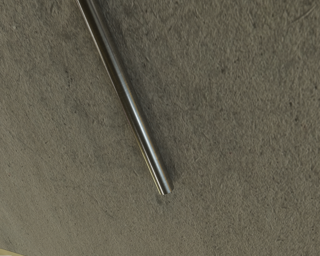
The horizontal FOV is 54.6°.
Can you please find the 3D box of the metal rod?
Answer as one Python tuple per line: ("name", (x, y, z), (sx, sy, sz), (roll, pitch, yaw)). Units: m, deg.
("metal rod", (-0.042, -0.039, 0.405), (0.025, 0.025, 0.299), (-8, 115, 32))
